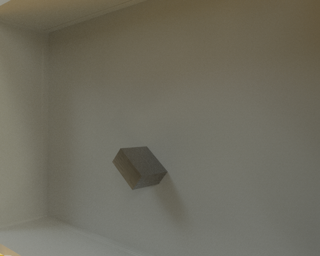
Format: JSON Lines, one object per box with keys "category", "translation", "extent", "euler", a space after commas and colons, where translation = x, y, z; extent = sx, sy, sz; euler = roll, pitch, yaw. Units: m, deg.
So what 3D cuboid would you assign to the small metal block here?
{"category": "small metal block", "translation": [-0.027, 0.052, 0.414], "extent": [0.050, 0.050, 0.025], "euler": [48, 119, 29]}
